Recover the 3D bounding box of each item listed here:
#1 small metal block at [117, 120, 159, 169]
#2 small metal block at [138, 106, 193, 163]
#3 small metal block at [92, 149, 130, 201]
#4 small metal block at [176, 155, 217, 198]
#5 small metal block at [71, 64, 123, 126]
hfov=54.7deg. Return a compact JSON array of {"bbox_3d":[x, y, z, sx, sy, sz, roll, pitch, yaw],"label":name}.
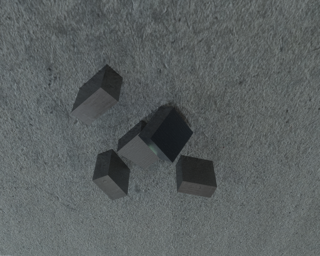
[{"bbox_3d":[-0.023,0.024,0.427,0.050,0.025,0.050,35,122,-26],"label":"small metal block"},{"bbox_3d":[0.008,0.008,0.395,0.025,0.050,0.050,11,148,50],"label":"small metal block"},{"bbox_3d":[-0.069,0.067,0.447,0.025,0.050,0.050,-22,127,17],"label":"small metal block"},{"bbox_3d":[0.052,0.070,0.451,0.050,0.050,0.025,12,129,-10],"label":"small metal block"},{"bbox_3d":[-0.072,-0.039,0.357,0.050,0.050,0.025,-35,122,25],"label":"small metal block"}]
